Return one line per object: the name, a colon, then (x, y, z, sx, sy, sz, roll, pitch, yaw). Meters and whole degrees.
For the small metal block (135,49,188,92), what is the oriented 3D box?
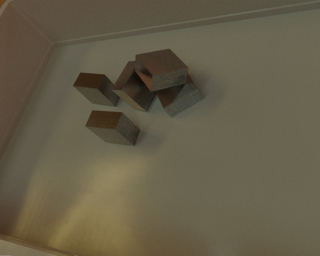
small metal block: (0.001, -0.077, 0.404, 0.050, 0.025, 0.050, -16, 48, -23)

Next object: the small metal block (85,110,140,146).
small metal block: (-0.063, 0.001, 0.421, 0.050, 0.050, 0.025, 5, 65, 30)

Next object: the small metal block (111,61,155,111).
small metal block: (-0.032, -0.060, 0.439, 0.025, 0.050, 0.050, 8, 65, 48)

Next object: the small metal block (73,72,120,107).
small metal block: (-0.094, -0.058, 0.473, 0.050, 0.050, 0.025, 10, 67, 32)

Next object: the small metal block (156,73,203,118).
small metal block: (0.023, -0.050, 0.423, 0.050, 0.025, 0.050, -30, 52, 8)
